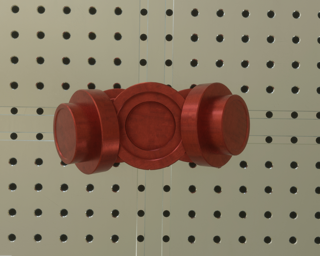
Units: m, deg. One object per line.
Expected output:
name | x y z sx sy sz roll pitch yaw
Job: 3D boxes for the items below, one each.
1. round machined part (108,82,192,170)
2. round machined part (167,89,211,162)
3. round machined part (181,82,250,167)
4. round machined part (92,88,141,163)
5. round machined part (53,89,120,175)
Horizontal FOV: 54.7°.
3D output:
round machined part | -0.011 -0.002 0.362 0.099 0.042 0.097 0 90 -1
round machined part | 0.043 -0.003 0.405 0.099 0.042 0.097 0 90 -1
round machined part | 0.069 -0.004 0.355 0.042 0.099 0.097 0 90 40
round machined part | -0.055 -0.003 0.404 0.099 0.042 0.097 0 90 -1
round machined part | -0.089 0.005 0.353 0.042 0.098 0.097 -6 90 -38
